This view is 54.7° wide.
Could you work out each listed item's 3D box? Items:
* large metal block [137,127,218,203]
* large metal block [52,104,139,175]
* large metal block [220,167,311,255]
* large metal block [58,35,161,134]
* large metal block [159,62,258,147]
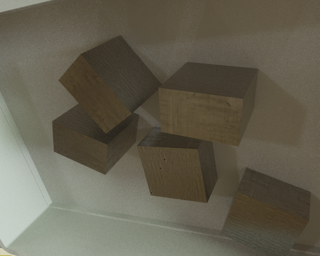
[{"bbox_3d":[0.025,0.046,0.407,0.080,0.050,0.079,1,119,27],"label":"large metal block"},{"bbox_3d":[-0.085,0.007,0.420,0.080,0.080,0.050,21,126,15],"label":"large metal block"},{"bbox_3d":[0.131,0.108,0.390,0.080,0.050,0.079,21,126,15],"label":"large metal block"},{"bbox_3d":[-0.055,-0.053,0.368,0.050,0.080,0.080,-34,99,38],"label":"large metal block"},{"bbox_3d":[0.053,-0.030,0.326,0.080,0.080,0.050,11,123,22],"label":"large metal block"}]
